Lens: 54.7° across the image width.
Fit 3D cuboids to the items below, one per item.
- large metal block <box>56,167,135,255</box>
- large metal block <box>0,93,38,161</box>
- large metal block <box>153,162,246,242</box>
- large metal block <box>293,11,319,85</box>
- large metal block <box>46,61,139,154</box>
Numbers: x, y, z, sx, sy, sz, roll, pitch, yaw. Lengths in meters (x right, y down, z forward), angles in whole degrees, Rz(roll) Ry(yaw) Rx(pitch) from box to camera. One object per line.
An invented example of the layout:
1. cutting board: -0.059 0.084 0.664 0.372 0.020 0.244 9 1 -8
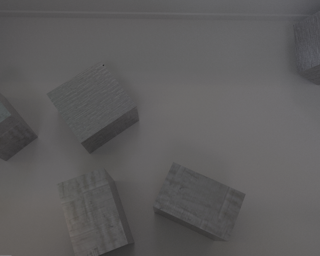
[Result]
1. large metal block: -0.068 0.098 0.344 0.050 0.080 0.080 -20 71 -7
2. large metal block: -0.210 -0.013 0.384 0.050 0.080 0.080 -41 75 -13
3. large metal block: 0.040 0.086 0.349 0.080 0.080 0.050 23 72 8
4. large metal block: 0.234 -0.115 0.416 0.050 0.080 0.080 18 66 -32
5. large metal block: -0.085 -0.026 0.405 0.080 0.050 0.080 -35 74 -12
